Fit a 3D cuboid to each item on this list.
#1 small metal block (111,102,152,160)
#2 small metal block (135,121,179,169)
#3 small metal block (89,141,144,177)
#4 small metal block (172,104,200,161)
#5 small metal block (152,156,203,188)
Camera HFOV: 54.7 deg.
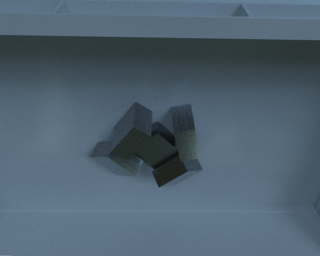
[{"bbox_3d":[-0.035,0.004,0.392,0.025,0.050,0.050,30,124,-23],"label":"small metal block"},{"bbox_3d":[-0.005,0.026,0.428,0.050,0.025,0.050,-34,123,25],"label":"small metal block"},{"bbox_3d":[-0.060,0.043,0.427,0.050,0.025,0.050,41,152,-30],"label":"small metal block"},{"bbox_3d":[0.033,0.006,0.395,0.025,0.050,0.050,-9,130,6],"label":"small metal block"},{"bbox_3d":[0.025,0.061,0.442,0.050,0.025,0.050,-34,160,24],"label":"small metal block"}]
